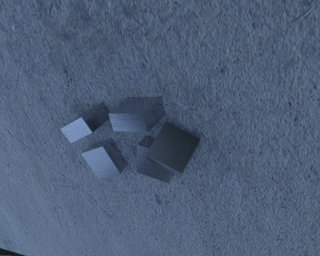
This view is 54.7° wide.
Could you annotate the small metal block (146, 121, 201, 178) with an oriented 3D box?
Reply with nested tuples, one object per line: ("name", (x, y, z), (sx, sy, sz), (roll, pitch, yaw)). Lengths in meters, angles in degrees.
("small metal block", (0.017, 0.027, 0.395), (0.050, 0.050, 0.025), (27, 162, 11))

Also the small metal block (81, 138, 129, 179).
("small metal block", (-0.086, 0.048, 0.482), (0.050, 0.025, 0.050), (-19, 109, 35))

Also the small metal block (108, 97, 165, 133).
("small metal block", (-0.028, -0.018, 0.394), (0.050, 0.050, 0.025), (2, 119, 27))

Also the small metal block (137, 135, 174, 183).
("small metal block", (-0.004, 0.044, 0.436), (0.050, 0.025, 0.050), (17, 125, 18))

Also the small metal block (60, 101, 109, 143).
("small metal block", (-0.104, -0.008, 0.441), (0.050, 0.050, 0.025), (-23, 106, 36))
